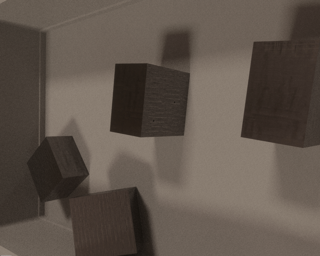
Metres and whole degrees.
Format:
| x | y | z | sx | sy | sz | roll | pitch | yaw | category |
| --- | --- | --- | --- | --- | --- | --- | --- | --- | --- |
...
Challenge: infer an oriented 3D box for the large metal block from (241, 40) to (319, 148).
| x | y | z | sx | sy | sz | roll | pitch | yaw | category |
| --- | --- | --- | --- | --- | --- | --- | --- | --- | --- |
| 0.117 | -0.028 | 0.273 | 0.050 | 0.081 | 0.079 | 11 | 97 | 39 | large metal block |

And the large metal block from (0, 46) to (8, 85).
| x | y | z | sx | sy | sz | roll | pitch | yaw | category |
| --- | --- | --- | --- | --- | --- | --- | --- | --- | --- |
| -0.405 | -0.140 | 0.722 | 0.080 | 0.050 | 0.080 | -35 | 69 | 34 | large metal block |

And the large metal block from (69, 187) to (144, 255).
| x | y | z | sx | sy | sz | roll | pitch | yaw | category |
| --- | --- | --- | --- | --- | --- | --- | --- | --- | --- |
| -0.071 | 0.128 | 0.424 | 0.080 | 0.050 | 0.080 | -10 | 83 | 6 | large metal block |

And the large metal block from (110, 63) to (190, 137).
| x | y | z | sx | sy | sz | roll | pitch | yaw | category |
| --- | --- | --- | --- | --- | --- | --- | --- | --- | --- |
| -0.011 | -0.032 | 0.378 | 0.050 | 0.081 | 0.079 | 9 | 96 | 39 | large metal block |

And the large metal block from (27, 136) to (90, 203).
| x | y | z | sx | sy | sz | roll | pitch | yaw | category |
| --- | --- | --- | --- | --- | --- | --- | --- | --- | --- |
| -0.177 | 0.070 | 0.534 | 0.080 | 0.050 | 0.080 | -44 | 64 | 31 | large metal block |
